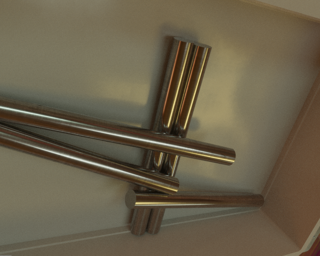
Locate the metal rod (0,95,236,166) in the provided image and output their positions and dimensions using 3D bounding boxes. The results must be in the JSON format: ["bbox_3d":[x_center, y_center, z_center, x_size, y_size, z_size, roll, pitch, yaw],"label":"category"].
[{"bbox_3d":[-0.033,0.010,0.371,0.302,0.025,0.025,13,112,-27],"label":"metal rod"}]

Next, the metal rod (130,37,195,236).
[{"bbox_3d":[-0.004,0.029,0.422,0.025,0.025,0.298,-1,119,-28],"label":"metal rod"}]

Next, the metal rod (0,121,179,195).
[{"bbox_3d":[-0.100,0.032,0.356,0.302,0.025,0.025,23,106,-31],"label":"metal rod"}]

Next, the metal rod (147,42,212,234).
[{"bbox_3d":[0.019,0.031,0.436,0.025,0.025,0.298,-1,119,-28],"label":"metal rod"}]

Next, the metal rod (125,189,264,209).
[{"bbox_3d":[0.076,0.116,0.500,0.302,0.025,0.025,12,113,-40],"label":"metal rod"}]
